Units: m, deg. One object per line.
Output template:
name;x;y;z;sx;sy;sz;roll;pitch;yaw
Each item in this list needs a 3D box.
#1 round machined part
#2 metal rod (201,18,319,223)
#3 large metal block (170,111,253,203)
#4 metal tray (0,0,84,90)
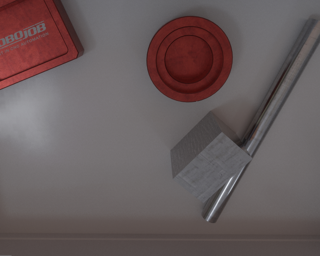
round machined part;0.034;-0.083;0.372;0.099;0.042;0.097;0;110;-1
metal rod;0.131;0.004;0.414;0.025;0.025;0.298;21;108;-8
large metal block;0.060;0.034;0.395;0.050;0.080;0.080;40;105;-14
metal tray;-0.170;-0.104;0.367;0.130;0.030;0.090;-20;109;7
